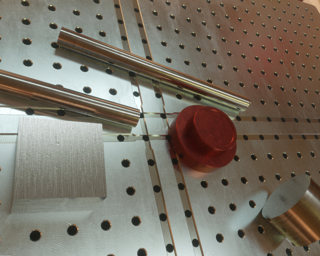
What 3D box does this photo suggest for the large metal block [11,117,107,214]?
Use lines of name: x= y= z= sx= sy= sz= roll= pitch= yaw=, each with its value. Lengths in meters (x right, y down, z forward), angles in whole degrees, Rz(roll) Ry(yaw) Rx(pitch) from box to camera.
large metal block: x=-0.103 y=0.039 z=0.314 sx=0.081 sy=0.050 sz=0.080 roll=5 pitch=60 yaw=-26

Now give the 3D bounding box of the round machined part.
round machined part: x=0.067 y=0.009 z=0.430 sx=0.099 sy=0.042 sz=0.098 roll=14 pitch=56 yaw=-21

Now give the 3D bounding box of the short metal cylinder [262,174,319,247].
short metal cylinder: x=0.184 y=0.107 z=0.409 sx=0.050 sy=0.080 sz=0.080 roll=45 pitch=51 yaw=2

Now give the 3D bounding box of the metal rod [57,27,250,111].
metal rod: x=0.003 y=-0.081 z=0.460 sx=0.302 sy=0.025 sz=0.025 roll=17 pitch=55 yaw=-19

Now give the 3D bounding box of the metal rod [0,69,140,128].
metal rod: x=-0.167 y=-0.050 z=0.348 sx=0.302 sy=0.025 sz=0.025 roll=15 pitch=56 yaw=-20
